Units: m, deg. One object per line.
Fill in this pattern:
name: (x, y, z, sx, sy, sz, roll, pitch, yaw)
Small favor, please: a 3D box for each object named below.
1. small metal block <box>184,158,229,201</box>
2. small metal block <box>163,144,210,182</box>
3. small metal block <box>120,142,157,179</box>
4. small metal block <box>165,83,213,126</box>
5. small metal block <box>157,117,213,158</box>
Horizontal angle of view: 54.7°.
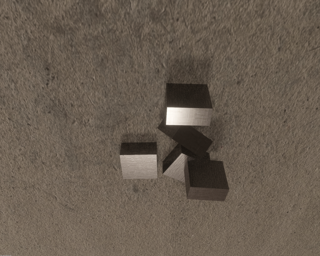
small metal block: (0.061, 0.070, 0.418, 0.050, 0.050, 0.025, 5, 129, -5)
small metal block: (0.038, 0.052, 0.452, 0.050, 0.025, 0.050, 24, 126, -20)
small metal block: (-0.029, 0.047, 0.447, 0.050, 0.025, 0.050, -1, 130, 0)
small metal block: (0.032, -0.029, 0.367, 0.050, 0.050, 0.025, 1, 130, -2)
small metal block: (0.031, 0.008, 0.395, 0.050, 0.050, 0.025, 33, 91, -26)
